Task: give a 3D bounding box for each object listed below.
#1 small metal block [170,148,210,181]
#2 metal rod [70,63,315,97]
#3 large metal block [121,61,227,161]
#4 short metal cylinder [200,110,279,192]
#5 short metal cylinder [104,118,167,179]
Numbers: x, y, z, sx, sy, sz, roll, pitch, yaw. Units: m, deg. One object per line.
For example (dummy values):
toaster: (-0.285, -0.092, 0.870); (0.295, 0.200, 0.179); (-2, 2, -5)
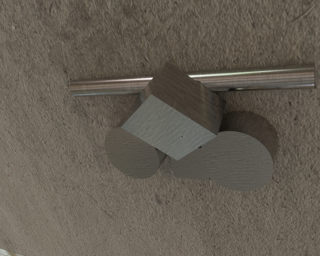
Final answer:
small metal block: (0.042, 0.040, 0.412); (0.050, 0.025, 0.050); (2, 120, 27)
metal rod: (0.015, -0.053, 0.367); (0.300, 0.025, 0.025); (1, 119, 27)
large metal block: (0.014, -0.015, 0.352); (0.080, 0.050, 0.080); (31, 144, -13)
short metal cylinder: (0.093, 0.026, 0.359); (0.080, 0.050, 0.079); (13, 124, 21)
short metal cylinder: (-0.027, 0.022, 0.419); (0.080, 0.050, 0.079); (13, 124, 21)
